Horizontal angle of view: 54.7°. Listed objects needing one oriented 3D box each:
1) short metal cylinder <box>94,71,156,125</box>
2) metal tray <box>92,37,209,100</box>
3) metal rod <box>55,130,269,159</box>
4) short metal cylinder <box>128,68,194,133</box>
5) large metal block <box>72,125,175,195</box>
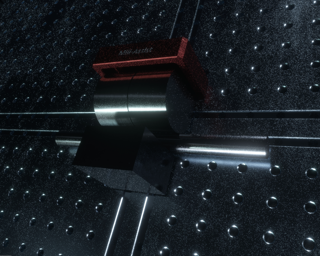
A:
[{"bbox_3d":[-0.042,-0.034,0.412,0.050,0.080,0.080,1,62,28],"label":"short metal cylinder"},{"bbox_3d":[-0.012,-0.072,0.412,0.130,0.090,0.030,1,63,29],"label":"metal tray"},{"bbox_3d":[-0.018,0.018,0.401,0.300,0.025,0.025,1,62,28],"label":"metal rod"},{"bbox_3d":[0.004,-0.034,0.388,0.050,0.080,0.080,2,63,29],"label":"short metal cylinder"},{"bbox_3d":[-0.040,0.038,0.365,0.080,0.080,0.050,1,62,28],"label":"large metal block"}]
